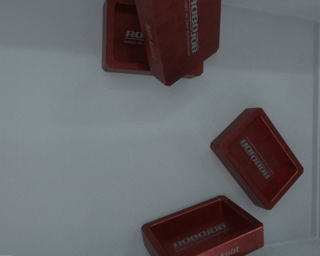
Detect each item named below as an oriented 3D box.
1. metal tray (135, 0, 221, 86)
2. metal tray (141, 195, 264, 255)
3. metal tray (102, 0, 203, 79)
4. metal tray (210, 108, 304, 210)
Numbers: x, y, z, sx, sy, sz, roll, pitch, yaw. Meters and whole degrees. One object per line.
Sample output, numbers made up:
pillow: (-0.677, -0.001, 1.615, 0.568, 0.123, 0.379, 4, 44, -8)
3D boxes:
metal tray: (0.025, -0.117, 0.340, 0.090, 0.130, 0.030, -38, 60, -16)
metal tray: (0.052, 0.136, 0.394, 0.131, 0.090, 0.030, -15, 109, -20)
metal tray: (-0.007, -0.116, 0.405, 0.131, 0.030, 0.089, 1, 90, -21)
metal tray: (0.147, 0.045, 0.464, 0.090, 0.030, 0.130, -42, 104, -15)
